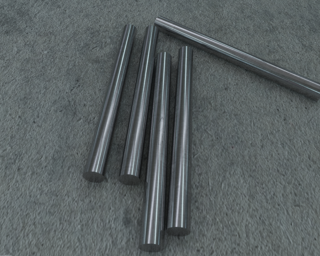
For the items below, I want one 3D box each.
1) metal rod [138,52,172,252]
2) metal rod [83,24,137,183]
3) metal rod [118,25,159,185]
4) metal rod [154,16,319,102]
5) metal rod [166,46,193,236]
[{"bbox_3d":[-0.001,0.003,0.400,0.025,0.025,0.300,2,50,2],"label":"metal rod"},{"bbox_3d":[-0.064,-0.058,0.451,0.025,0.025,0.300,3,50,3],"label":"metal rod"},{"bbox_3d":[-0.025,-0.055,0.449,0.025,0.025,0.300,3,50,2],"label":"metal rod"},{"bbox_3d":[0.115,-0.121,0.505,0.300,0.025,0.025,31,57,23],"label":"metal rod"},{"bbox_3d":[0.030,-0.009,0.410,0.025,0.025,0.300,4,50,3],"label":"metal rod"}]
